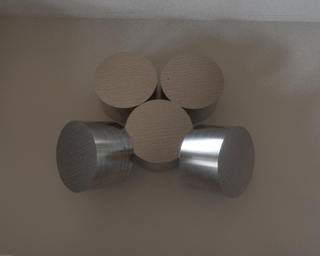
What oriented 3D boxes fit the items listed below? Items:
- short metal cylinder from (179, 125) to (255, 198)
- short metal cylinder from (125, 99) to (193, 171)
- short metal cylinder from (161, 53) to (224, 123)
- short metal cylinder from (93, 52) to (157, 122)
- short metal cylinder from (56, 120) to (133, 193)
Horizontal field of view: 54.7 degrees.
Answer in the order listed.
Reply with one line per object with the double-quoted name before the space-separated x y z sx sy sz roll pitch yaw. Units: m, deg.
"short metal cylinder" 0.068 0.037 0.359 0.050 0.080 0.080 3 64 43
"short metal cylinder" -0.001 0.011 0.389 0.081 0.050 0.080 0 70 0
"short metal cylinder" 0.041 -0.052 0.415 0.081 0.050 0.080 0 70 0
"short metal cylinder" -0.044 -0.053 0.413 0.081 0.050 0.080 0 70 0
"short metal cylinder" -0.077 0.032 0.360 0.050 0.080 0.080 1 62 -48
